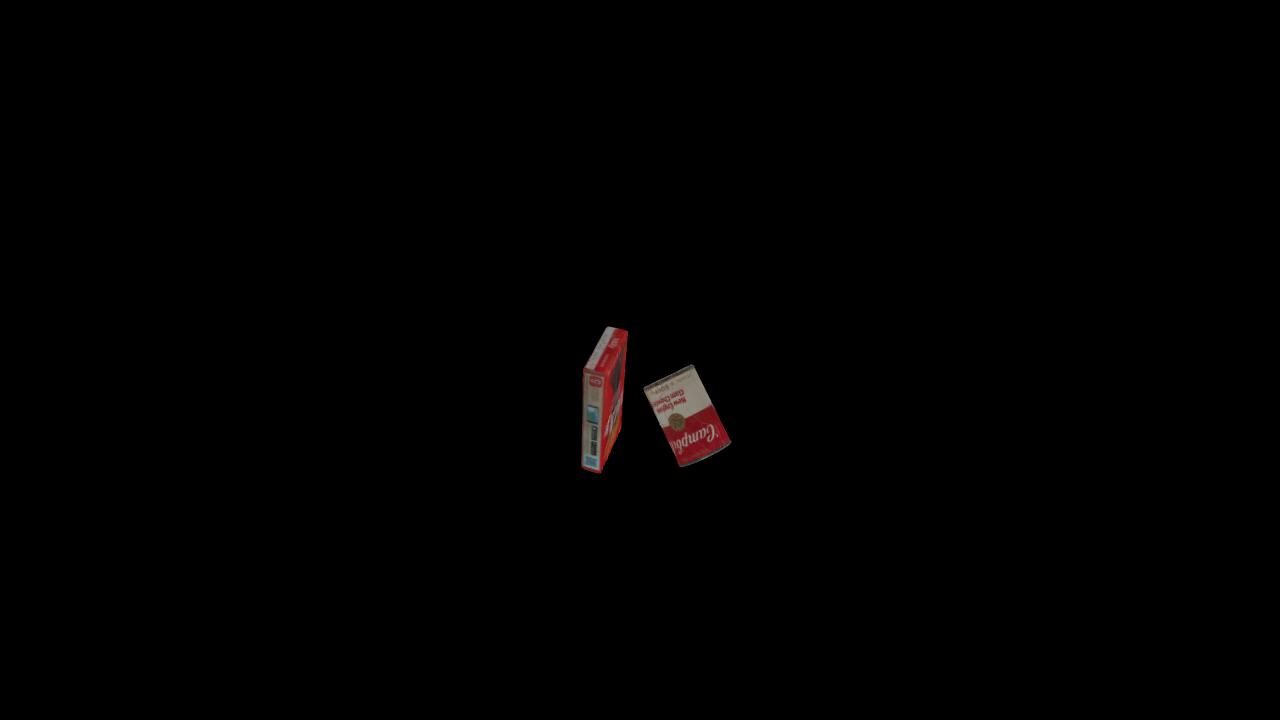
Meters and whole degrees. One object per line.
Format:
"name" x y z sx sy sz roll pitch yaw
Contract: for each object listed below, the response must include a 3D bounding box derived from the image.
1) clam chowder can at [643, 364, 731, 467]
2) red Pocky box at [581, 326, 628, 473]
"clam chowder can" 0.055 0.064 0.718 0.068 0.102 0.068 -25 -3 -2
"red Pocky box" -0.040 0.046 0.694 0.028 0.155 0.083 13 40 9
